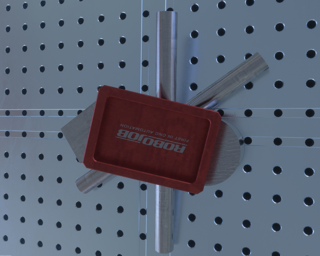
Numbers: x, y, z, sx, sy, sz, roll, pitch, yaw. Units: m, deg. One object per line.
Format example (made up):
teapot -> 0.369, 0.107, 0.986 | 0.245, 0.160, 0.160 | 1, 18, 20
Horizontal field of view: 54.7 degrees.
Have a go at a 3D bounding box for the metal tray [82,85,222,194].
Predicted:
metal tray -> -0.008, 0.012, 0.337 | 0.131, 0.030, 0.089 | 13, 95, 0

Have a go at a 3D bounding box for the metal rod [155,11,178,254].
metal rod -> 0.007, 0.013, 0.385 | 0.025, 0.025, 0.298 | 4, 101, 19

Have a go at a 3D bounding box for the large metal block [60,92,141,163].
large metal block -> -0.065, -0.001, 0.404 | 0.080, 0.080, 0.050 | -35, 79, 16

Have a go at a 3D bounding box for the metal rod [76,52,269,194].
metal rod -> 0.005, 0.002, 0.410 | 0.300, 0.025, 0.025 | -35, 79, 16

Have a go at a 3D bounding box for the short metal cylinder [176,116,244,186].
short metal cylinder -> 0.059, 0.026, 0.377 | 0.080, 0.050, 0.079 | 0, 90, 19
